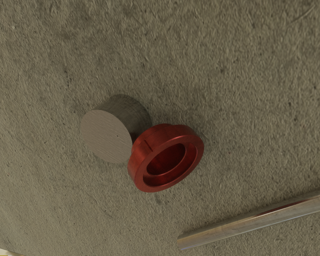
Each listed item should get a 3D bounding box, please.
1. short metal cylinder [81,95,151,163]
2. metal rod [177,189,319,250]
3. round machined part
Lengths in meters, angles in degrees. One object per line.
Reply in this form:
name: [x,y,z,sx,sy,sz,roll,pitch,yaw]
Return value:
short metal cylinder: [-0.059,0.001,0.421,0.080,0.050,0.079,14,124,22]
metal rod: [0.134,0.119,0.409,0.299,0.025,0.025,-34,99,38]
round machined part: [0.003,0.033,0.390,0.042,0.099,0.097,52,139,37]
